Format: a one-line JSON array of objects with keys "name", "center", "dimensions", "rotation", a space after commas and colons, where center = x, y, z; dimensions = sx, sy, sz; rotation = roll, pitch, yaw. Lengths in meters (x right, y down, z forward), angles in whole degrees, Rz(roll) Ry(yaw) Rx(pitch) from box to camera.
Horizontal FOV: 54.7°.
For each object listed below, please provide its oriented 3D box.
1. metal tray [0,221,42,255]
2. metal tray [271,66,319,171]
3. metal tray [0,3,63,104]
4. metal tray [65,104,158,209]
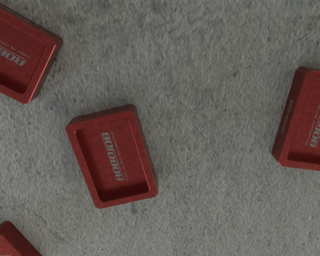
[{"name": "metal tray", "center": [-0.264, 0.211, 0.481], "dimensions": [0.130, 0.030, 0.090], "rotation": [-29, 108, 9]}, {"name": "metal tray", "center": [0.211, -0.009, 0.406], "dimensions": [0.091, 0.030, 0.129], "rotation": [8, 110, -4]}, {"name": "metal tray", "center": [-0.196, -0.098, 0.367], "dimensions": [0.131, 0.030, 0.090], "rotation": [29, 107, -11]}, {"name": "metal tray", "center": [-0.061, 0.041, 0.421], "dimensions": [0.090, 0.030, 0.129], "rotation": [-14, 110, 4]}]
